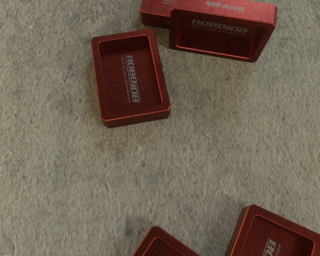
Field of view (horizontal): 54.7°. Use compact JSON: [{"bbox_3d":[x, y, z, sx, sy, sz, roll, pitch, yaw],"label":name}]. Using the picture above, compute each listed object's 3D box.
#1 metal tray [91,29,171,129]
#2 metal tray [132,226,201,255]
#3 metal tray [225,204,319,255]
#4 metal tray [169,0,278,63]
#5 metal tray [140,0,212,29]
[{"bbox_3d":[-0.042,-0.071,0.430,0.091,0.030,0.129,-10,70,-4],"label":"metal tray"},{"bbox_3d":[-0.006,0.186,0.337,0.090,0.030,0.130,33,73,11],"label":"metal tray"},{"bbox_3d":[0.118,0.164,0.346,0.090,0.030,0.130,24,71,8],"label":"metal tray"},{"bbox_3d":[0.080,-0.135,0.424,0.131,0.090,0.030,10,71,3],"label":"metal tray"},{"bbox_3d":[0.042,-0.194,0.476,0.131,0.030,0.090,10,70,3],"label":"metal tray"}]
